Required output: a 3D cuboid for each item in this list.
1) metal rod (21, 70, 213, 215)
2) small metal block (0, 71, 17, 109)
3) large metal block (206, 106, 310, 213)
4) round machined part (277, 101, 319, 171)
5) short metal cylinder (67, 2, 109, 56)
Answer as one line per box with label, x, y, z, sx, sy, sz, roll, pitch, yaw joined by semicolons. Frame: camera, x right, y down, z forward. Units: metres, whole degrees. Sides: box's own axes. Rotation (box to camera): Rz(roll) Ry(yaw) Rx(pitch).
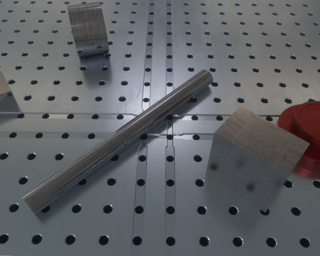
metal rod;-0.035;0.003;0.404;0.302;0.025;0.025;-37;59;-27
small metal block;-0.244;-0.050;0.448;0.050;0.025;0.050;-26;55;-20
large metal block;0.103;0.035;0.343;0.080;0.080;0.050;33;58;25
round machined part;0.201;0.003;0.395;0.099;0.042;0.098;0;50;0
short metal cylinder;-0.117;-0.161;0.506;0.050;0.080;0.080;-12;51;-10
